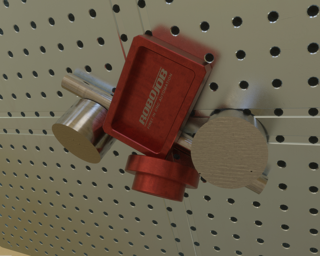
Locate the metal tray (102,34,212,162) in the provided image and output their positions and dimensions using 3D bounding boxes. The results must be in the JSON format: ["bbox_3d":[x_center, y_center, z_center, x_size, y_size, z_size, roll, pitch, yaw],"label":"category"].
[{"bbox_3d":[-0.007,-0.034,0.372,0.090,0.030,0.129,28,115,10],"label":"metal tray"}]

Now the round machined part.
[{"bbox_3d":[0.001,0.069,0.407,0.098,0.042,0.098,13,166,4],"label":"round machined part"}]

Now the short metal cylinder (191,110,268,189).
[{"bbox_3d":[0.080,0.022,0.351,0.080,0.050,0.079,4,102,16],"label":"short metal cylinder"}]

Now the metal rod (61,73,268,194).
[{"bbox_3d":[-0.001,0.002,0.413,0.301,0.025,0.025,28,128,10],"label":"metal rod"}]

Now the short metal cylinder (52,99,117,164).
[{"bbox_3d":[-0.103,0.005,0.437,0.080,0.050,0.080,23,146,17],"label":"short metal cylinder"}]
